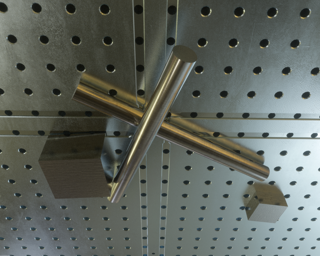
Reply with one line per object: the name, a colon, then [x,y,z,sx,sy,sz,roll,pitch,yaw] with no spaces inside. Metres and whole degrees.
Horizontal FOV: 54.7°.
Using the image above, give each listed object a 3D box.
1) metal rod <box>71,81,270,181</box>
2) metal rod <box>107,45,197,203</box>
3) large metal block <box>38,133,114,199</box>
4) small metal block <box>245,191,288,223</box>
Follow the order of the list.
metal rod: [0.028,0.012,0.422,0.302,0.025,0.025,24,126,-20]
metal rod: [-0.025,0.021,0.398,0.025,0.025,0.298,15,138,-13]
large metal block: [-0.114,0.055,0.440,0.080,0.050,0.079,-3,130,2]
small metal block: [0.181,0.136,0.531,0.050,0.025,0.050,8,130,-8]
